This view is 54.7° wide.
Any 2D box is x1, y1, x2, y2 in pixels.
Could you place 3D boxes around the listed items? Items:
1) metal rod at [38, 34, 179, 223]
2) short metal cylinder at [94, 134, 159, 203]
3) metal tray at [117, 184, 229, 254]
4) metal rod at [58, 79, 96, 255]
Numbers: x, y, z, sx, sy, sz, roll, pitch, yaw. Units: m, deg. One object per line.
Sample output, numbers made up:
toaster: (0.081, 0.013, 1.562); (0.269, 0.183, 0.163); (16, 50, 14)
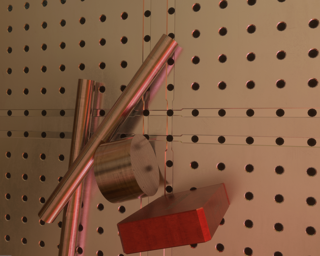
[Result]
metal rod: (-0.073, 0.004, 0.421); (0.025, 0.025, 0.299); (37, 95, 16)
short metal cylinder: (-0.040, 0.052, 0.398); (0.050, 0.080, 0.080); (-16, 85, 19)
metal tray: (0.022, 0.097, 0.349); (0.090, 0.130, 0.030); (-16, 85, 19)
metal rod: (-0.124, 0.078, 0.456); (0.025, 0.025, 0.298); (8, 93, 20)
